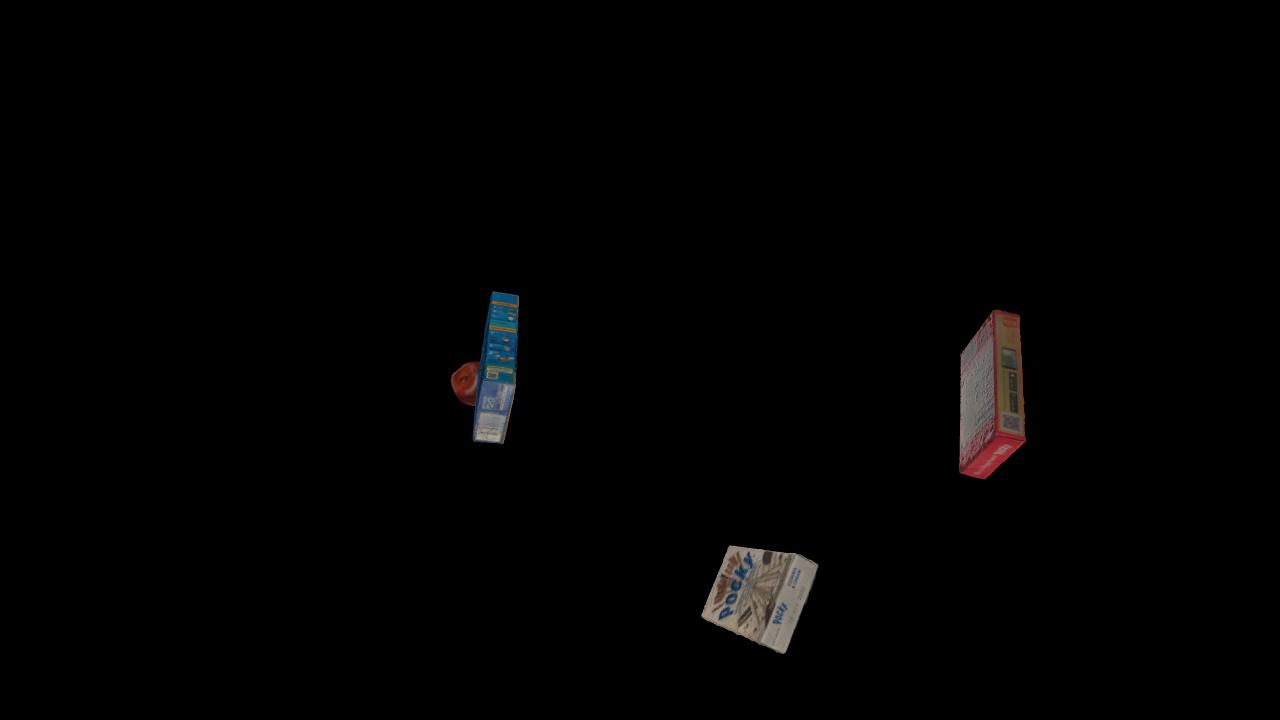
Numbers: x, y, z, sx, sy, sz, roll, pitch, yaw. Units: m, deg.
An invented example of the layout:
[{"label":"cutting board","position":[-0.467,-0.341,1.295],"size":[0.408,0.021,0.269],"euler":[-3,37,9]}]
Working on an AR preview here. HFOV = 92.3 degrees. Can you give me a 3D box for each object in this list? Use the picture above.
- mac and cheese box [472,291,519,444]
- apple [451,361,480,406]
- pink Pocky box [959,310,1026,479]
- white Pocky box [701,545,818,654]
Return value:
[{"label":"mac and cheese box","position":[-0.171,0.004,0.738],"size":[0.041,0.093,0.184],"euler":[7,36,-15]},{"label":"apple","position":[-0.288,0.044,1.087],"size":[0.079,0.079,0.093],"euler":[0,-18,17]},{"label":"pink Pocky box","position":[0.353,0.034,0.620],"size":[0.029,0.155,0.084],"euler":[14,-34,11]},{"label":"white Pocky box","position":[0.111,0.226,0.597],"size":[0.028,0.084,0.154],"euler":[30,-19,-6]}]
